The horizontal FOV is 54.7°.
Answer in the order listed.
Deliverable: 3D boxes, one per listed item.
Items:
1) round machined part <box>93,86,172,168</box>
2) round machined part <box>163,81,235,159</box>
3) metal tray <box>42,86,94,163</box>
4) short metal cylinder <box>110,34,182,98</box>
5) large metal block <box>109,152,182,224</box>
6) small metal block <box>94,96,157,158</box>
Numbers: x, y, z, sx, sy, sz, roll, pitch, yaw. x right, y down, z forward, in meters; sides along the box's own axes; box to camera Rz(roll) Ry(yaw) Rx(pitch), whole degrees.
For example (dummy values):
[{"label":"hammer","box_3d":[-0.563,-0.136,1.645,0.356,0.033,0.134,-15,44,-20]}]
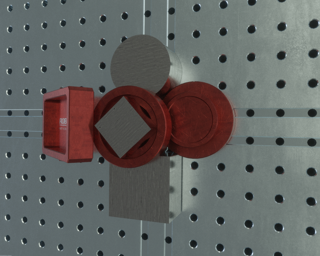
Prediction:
[{"label":"round machined part","box_3d":[-0.032,-0.001,0.384,0.098,0.042,0.097,0,90,20]},{"label":"round machined part","box_3d":[0.042,-0.010,0.387,0.098,0.042,0.097,0,90,20]},{"label":"metal tray","box_3d":[-0.127,-0.005,0.416,0.130,0.030,0.089,2,91,57]},{"label":"short metal cylinder","box_3d":[-0.017,-0.075,0.405,0.080,0.050,0.080,0,90,20]},{"label":"large metal block","box_3d":[-0.018,0.073,0.402,0.080,0.050,0.080,1,90,20]},{"label":"small metal block","box_3d":[-0.039,-0.001,0.360,0.050,0.025,0.050,-43,77,15]}]
